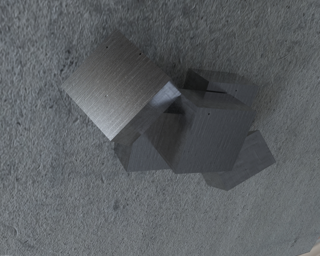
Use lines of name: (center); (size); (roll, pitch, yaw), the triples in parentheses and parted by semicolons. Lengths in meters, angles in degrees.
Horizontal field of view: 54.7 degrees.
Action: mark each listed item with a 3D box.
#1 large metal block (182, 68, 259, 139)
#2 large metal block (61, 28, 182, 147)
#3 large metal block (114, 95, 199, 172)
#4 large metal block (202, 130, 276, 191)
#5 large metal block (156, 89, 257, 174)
large metal block: (0.073, -0.031, 0.415); (0.081, 0.050, 0.079); (0, 119, -29)
large metal block: (-0.038, -0.039, 0.320); (0.080, 0.080, 0.050); (-46, 163, 3)
large metal block: (-0.006, 0.006, 0.391); (0.081, 0.050, 0.079); (0, 119, -29)
large metal block: (0.105, 0.046, 0.452); (0.080, 0.080, 0.050); (-28, 90, -11)
large metal block: (0.051, 0.004, 0.357); (0.081, 0.050, 0.079); (2, 118, -30)
